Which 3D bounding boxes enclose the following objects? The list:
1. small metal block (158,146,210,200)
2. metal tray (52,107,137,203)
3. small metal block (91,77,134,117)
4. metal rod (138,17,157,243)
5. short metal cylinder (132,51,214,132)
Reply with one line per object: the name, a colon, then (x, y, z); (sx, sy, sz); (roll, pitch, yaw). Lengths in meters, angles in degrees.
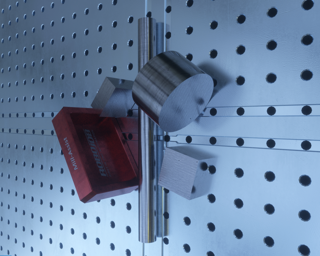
small metal block: (0.029, 0.054, 0.385); (0.050, 0.025, 0.050); (19, 102, 38)
metal tray: (-0.087, 0.033, 0.435); (0.030, 0.091, 0.130); (-40, 66, 33)
small metal block: (-0.062, -0.043, 0.441); (0.025, 0.050, 0.050); (49, 119, 28)
metal rod: (-0.017, 0.003, 0.421); (0.025, 0.025, 0.298); (0, 90, 39)
short metal cylinder: (0.015, -0.042, 0.359); (0.050, 0.081, 0.080); (45, 117, 30)
